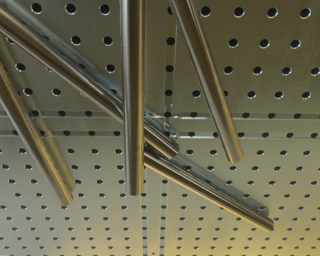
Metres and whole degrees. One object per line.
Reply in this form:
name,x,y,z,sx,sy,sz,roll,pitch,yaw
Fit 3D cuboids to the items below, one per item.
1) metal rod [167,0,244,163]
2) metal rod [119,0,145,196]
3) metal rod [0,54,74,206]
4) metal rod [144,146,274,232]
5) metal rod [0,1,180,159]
metal rod,0.053,-0.065,0.357,0.025,0.025,0.299,-17,129,14
metal rod,-0.030,-0.039,0.352,0.025,0.025,0.298,1,123,-2
metal rod,-0.175,0.006,0.414,0.025,0.025,0.298,-6,130,5
metal rod,0.081,0.104,0.501,0.301,0.025,0.025,32,123,-25
metal rod,-0.084,-0.050,0.367,0.025,0.025,0.301,-36,122,26
